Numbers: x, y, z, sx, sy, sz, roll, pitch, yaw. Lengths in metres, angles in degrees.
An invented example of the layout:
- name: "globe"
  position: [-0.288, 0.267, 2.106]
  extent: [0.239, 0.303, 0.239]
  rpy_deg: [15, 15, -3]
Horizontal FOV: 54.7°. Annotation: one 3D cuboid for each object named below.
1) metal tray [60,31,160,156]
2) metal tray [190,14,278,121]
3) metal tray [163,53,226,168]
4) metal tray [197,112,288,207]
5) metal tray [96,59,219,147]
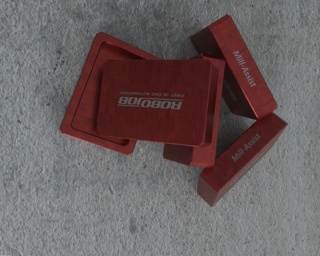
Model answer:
- name: "metal tray"
  position: [-0.059, -0.041, 0.387]
  extent: [0.091, 0.030, 0.129]
  rpy_deg: [21, 83, -19]
- name: "metal tray"
  position: [0.094, -0.076, 0.409]
  extent: [0.030, 0.090, 0.130]
  rpy_deg: [-32, 101, -3]
- name: "metal tray"
  position: [0.040, -0.020, 0.392]
  extent: [0.030, 0.090, 0.129]
  rpy_deg: [7, 88, -20]
- name: "metal tray"
  position: [0.107, 0.043, 0.417]
  extent: [0.130, 0.090, 0.030]
  rpy_deg: [-40, 68, -15]
- name: "metal tray"
  position: [-0.005, -0.029, 0.349]
  extent: [0.130, 0.030, 0.089]
  rpy_deg: [5, 88, 24]
